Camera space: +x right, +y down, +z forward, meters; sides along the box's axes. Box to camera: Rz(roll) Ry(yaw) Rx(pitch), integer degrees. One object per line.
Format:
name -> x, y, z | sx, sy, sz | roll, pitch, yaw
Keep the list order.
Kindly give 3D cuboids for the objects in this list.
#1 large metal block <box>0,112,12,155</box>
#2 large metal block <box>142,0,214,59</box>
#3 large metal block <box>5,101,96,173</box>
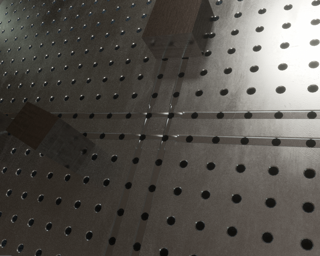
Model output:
large metal block -> -0.314, 0.004, 0.532 | 0.050, 0.080, 0.080 | -7, 59, 24
large metal block -> 0.029, -0.154, 0.470 | 0.080, 0.050, 0.080 | 4, 63, 29
large metal block -> -0.155, 0.013, 0.444 | 0.080, 0.080, 0.050 | 22, 74, 36
